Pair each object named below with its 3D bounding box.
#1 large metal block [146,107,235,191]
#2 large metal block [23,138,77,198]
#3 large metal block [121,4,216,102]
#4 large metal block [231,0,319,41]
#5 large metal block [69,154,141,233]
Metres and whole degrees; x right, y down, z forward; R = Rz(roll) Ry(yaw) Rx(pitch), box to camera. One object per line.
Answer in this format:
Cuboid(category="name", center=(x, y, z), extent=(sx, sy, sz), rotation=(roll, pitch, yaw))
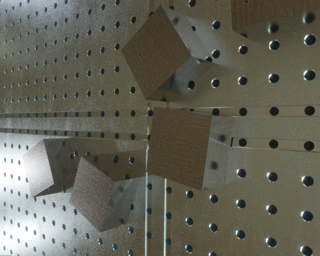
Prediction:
Cuboid(category="large metal block", center=(0.034, 0.020, 0.366), extent=(0.080, 0.050, 0.080), rotation=(12, 98, 39))
Cuboid(category="large metal block", center=(-0.197, 0.071, 0.558), extent=(0.080, 0.050, 0.080), rotation=(-31, 71, 36))
Cuboid(category="large metal block", center=(0.008, -0.089, 0.388), extent=(0.080, 0.050, 0.080), rotation=(-40, 66, 33))
Cuboid(category="large metal block", center=(0.116, -0.137, 0.298), extent=(0.080, 0.050, 0.080), rotation=(-3, 88, 40))
Cuboid(category="large metal block", center=(-0.084, 0.093, 0.464), extent=(0.080, 0.050, 0.080), rotation=(28, 107, 36))
